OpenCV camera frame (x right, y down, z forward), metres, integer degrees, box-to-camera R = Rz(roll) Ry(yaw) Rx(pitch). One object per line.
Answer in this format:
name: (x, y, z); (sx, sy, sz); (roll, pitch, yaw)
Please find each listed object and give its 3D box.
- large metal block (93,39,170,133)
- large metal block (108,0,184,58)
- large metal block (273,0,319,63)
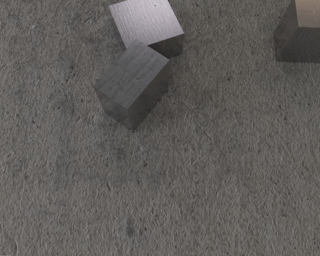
large metal block: (-0.033, -0.051, 0.397); (0.050, 0.080, 0.080); (35, 74, 12)
large metal block: (-0.020, -0.140, 0.446); (0.080, 0.050, 0.080); (-20, 71, -7)
large metal block: (0.213, -0.133, 0.429); (0.080, 0.080, 0.050); (3, 70, 1)
